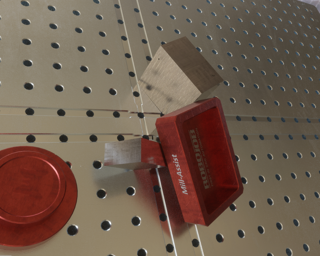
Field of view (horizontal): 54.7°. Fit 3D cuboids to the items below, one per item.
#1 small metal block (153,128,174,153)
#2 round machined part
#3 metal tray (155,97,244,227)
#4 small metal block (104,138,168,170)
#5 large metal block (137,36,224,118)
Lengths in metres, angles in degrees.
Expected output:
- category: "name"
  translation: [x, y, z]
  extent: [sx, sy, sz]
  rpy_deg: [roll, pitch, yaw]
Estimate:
- category: "small metal block"
  translation: [0.020, 0.024, 0.406]
  extent: [0.050, 0.025, 0.050]
  rpy_deg: [10, 58, -24]
- category: "round machined part"
  translation: [-0.127, 0.060, 0.292]
  extent: [0.099, 0.042, 0.098]
  rpy_deg: [14, 56, -21]
- category: "metal tray"
  translation: [0.051, 0.037, 0.370]
  extent: [0.091, 0.030, 0.129]
  rpy_deg: [-26, 103, -43]
- category: "small metal block"
  translation: [-0.026, 0.031, 0.346]
  extent: [0.050, 0.050, 0.025]
  rpy_deg: [20, 65, -54]
- category: "large metal block"
  translation: [0.026, -0.064, 0.427]
  extent: [0.050, 0.080, 0.080]
  rpy_deg: [-32, 80, -38]
